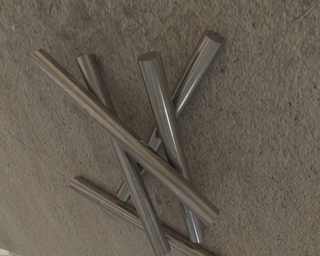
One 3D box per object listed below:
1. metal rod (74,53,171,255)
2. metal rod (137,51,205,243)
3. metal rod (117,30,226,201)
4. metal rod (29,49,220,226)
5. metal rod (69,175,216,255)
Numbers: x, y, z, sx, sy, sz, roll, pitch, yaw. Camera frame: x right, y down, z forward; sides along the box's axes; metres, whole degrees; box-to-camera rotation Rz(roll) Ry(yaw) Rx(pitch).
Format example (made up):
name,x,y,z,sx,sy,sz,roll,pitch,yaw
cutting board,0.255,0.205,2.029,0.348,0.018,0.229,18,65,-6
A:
name,x,y,z,sx,sy,sz,roll,pitch,yaw
metal rod,-0.048,0.045,0.430,0.025,0.025,0.299,-14,103,34
metal rod,0.023,0.047,0.400,0.025,0.025,0.298,3,127,27
metal rod,-0.001,0.007,0.411,0.025,0.025,0.298,34,129,6
metal rod,-0.047,0.009,0.386,0.300,0.025,0.025,42,129,4
metal rod,-0.020,0.162,0.517,0.301,0.025,0.025,27,128,10
